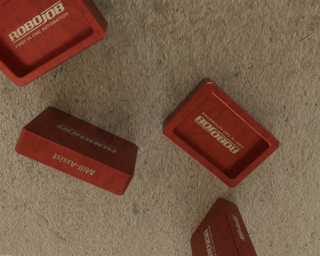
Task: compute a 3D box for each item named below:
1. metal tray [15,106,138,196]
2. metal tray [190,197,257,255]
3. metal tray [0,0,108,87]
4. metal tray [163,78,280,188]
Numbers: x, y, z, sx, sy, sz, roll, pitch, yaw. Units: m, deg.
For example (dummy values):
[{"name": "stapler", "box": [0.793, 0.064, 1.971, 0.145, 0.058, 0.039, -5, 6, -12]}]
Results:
[{"name": "metal tray", "box": [-0.095, 0.025, 0.383, 0.131, 0.090, 0.030, 25, 108, -9]}, {"name": "metal tray", "box": [0.081, 0.166, 0.416, 0.030, 0.130, 0.089, 26, 108, -9]}, {"name": "metal tray", "box": [-0.136, -0.113, 0.343, 0.130, 0.030, 0.090, -26, 124, 16]}, {"name": "metal tray", "box": [0.079, 0.008, 0.410, 0.130, 0.030, 0.090, 39, 105, -13]}]
